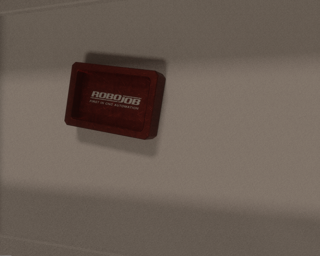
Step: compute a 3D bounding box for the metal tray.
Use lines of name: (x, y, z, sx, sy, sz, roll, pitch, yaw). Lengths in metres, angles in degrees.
metal tray: (-0.064, -0.039, 0.429, 0.130, 0.030, 0.089, 10, 93, 19)
